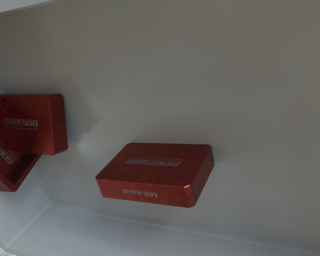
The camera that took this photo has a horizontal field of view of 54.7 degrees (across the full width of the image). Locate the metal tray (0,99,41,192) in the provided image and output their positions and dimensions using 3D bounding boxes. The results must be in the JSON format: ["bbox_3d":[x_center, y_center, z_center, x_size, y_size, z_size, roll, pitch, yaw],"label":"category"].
[{"bbox_3d":[-0.254,0.029,0.493,0.030,0.090,0.129,-1,134,23],"label":"metal tray"}]

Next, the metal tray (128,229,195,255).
[{"bbox_3d":[-0.011,0.219,0.483,0.090,0.131,0.030,-4,117,30],"label":"metal tray"}]

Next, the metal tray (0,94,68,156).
[{"bbox_3d":[-0.209,-0.009,0.491,0.130,0.030,0.089,3,102,26],"label":"metal tray"}]

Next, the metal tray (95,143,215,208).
[{"bbox_3d":[-0.005,0.056,0.402,0.130,0.090,0.030,0,118,28],"label":"metal tray"}]
